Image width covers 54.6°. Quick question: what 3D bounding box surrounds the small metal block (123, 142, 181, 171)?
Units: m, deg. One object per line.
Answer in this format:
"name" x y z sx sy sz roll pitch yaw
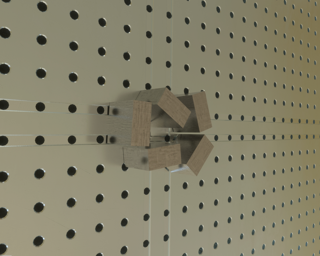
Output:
"small metal block" -0.010 0.034 0.383 0.050 0.050 0.025 -7 94 -40

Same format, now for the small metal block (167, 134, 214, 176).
"small metal block" 0.037 0.035 0.422 0.025 0.050 0.050 50 61 -28

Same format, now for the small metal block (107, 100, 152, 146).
"small metal block" -0.036 -0.005 0.361 0.025 0.050 0.050 5 88 -40

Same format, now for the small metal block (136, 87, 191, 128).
"small metal block" 0.002 -0.024 0.393 0.050 0.050 0.025 41 66 -33

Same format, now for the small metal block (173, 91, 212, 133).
"small metal block" 0.040 -0.021 0.424 0.025 0.050 0.050 -21 103 -38
